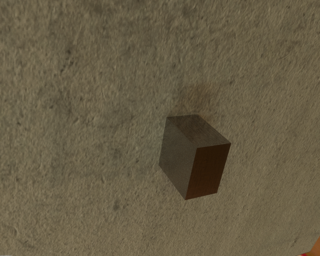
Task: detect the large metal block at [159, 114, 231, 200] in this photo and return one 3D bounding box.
[{"bbox_3d":[0.043,0.036,0.419,0.050,0.080,0.079,-6,121,-26],"label":"large metal block"}]
